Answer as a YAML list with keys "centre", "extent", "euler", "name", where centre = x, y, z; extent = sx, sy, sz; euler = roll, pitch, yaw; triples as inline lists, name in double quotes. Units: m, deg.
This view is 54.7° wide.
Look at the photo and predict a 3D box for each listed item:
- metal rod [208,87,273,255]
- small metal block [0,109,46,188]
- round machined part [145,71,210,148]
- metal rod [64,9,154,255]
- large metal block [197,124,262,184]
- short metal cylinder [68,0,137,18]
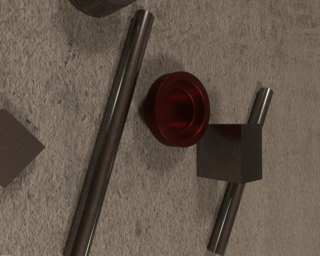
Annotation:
- centre: [0.142, 0.063, 0.526]
  extent: [0.025, 0.025, 0.300]
  euler: [36, 68, -35]
  name: "metal rod"
- centre: [-0.145, 0.018, 0.284]
  extent: [0.050, 0.025, 0.050]
  euler: [-52, 121, -27]
  name: "small metal block"
- centre: [0.018, -0.024, 0.411]
  extent: [0.099, 0.042, 0.097]
  euler: [0, 90, -40]
  name: "round machined part"
- centre: [-0.055, 0.000, 0.360]
  extent: [0.025, 0.025, 0.299]
  euler: [23, 75, -38]
  name: "metal rod"
- centre: [0.101, 0.034, 0.456]
  extent: [0.050, 0.080, 0.079]
  euler: [-2, 91, -40]
  name: "large metal block"
- centre: [-0.062, -0.168, 0.337]
  extent: [0.081, 0.050, 0.079]
  euler: [0, 90, -40]
  name: "short metal cylinder"
